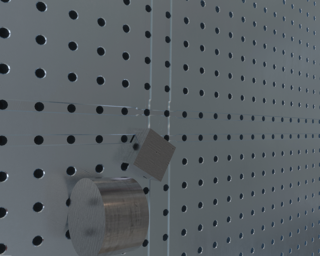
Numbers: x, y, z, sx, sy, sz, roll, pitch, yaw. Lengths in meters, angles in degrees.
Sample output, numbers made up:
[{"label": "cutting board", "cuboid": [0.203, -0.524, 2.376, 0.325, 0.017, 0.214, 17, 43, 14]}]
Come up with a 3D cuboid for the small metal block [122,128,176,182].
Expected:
[{"label": "small metal block", "cuboid": [-0.013, 0.034, 0.398, 0.050, 0.025, 0.050, 38, 67, -33]}]

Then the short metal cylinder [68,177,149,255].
[{"label": "short metal cylinder", "cuboid": [-0.056, 0.092, 0.326, 0.050, 0.080, 0.080, 6, 86, -40]}]
